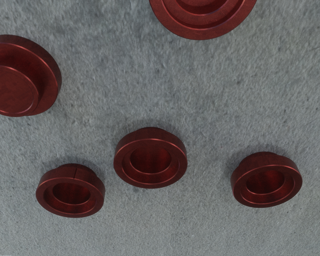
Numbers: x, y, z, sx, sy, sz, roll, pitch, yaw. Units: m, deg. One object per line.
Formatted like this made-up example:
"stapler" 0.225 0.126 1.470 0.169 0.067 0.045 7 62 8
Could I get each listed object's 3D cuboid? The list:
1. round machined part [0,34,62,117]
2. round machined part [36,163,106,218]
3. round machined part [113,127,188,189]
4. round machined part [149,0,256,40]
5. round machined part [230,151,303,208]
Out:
"round machined part" -0.166 -0.051 0.350 0.099 0.042 0.097 -1 130 0
"round machined part" -0.133 0.091 0.472 0.099 0.042 0.097 -1 130 0
"round machined part" -0.013 0.037 0.428 0.099 0.042 0.097 -1 130 0
"round machined part" 0.038 -0.135 0.282 0.099 0.042 0.097 -1 130 0
"round machined part" 0.154 0.073 0.461 0.099 0.042 0.097 -1 130 0
